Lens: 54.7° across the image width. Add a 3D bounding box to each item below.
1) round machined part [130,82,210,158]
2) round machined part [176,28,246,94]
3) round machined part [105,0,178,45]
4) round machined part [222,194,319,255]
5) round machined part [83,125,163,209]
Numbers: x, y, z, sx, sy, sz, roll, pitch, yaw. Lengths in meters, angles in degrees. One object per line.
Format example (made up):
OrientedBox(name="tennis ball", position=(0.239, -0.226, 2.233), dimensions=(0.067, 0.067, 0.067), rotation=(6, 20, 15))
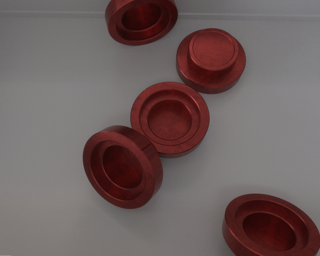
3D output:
OrientedBox(name="round machined part", position=(0.012, -0.008, 0.403), dimensions=(0.099, 0.042, 0.098), rotation=(0, 70, 0))
OrientedBox(name="round machined part", position=(0.073, -0.101, 0.438), dimensions=(0.099, 0.042, 0.098), rotation=(0, 70, 0))
OrientedBox(name="round machined part", position=(-0.028, -0.162, 0.429), dimensions=(0.099, 0.098, 0.042), rotation=(-15, 71, -5))
OrientedBox(name="round machined part", position=(0.117, 0.120, 0.340), dimensions=(0.099, 0.042, 0.098), rotation=(4, 28, -2))
OrientedBox(name="round machined part", position=(-0.039, 0.042, 0.366), dimensions=(0.098, 0.097, 0.042), rotation=(37, 33, 12))
